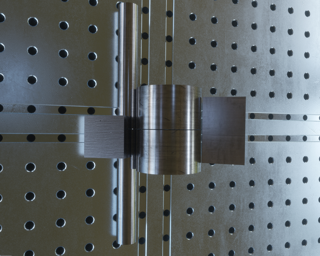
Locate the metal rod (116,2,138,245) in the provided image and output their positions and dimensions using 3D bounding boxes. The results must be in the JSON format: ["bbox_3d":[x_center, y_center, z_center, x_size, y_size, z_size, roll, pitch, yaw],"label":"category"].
[{"bbox_3d":[-0.041,-0.005,0.393,0.025,0.025,0.298,0,90,-20],"label":"metal rod"}]

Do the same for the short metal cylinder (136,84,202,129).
[{"bbox_3d":[0.011,-0.024,0.383,0.081,0.080,0.050,1,90,-20],"label":"short metal cylinder"}]

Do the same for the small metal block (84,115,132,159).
[{"bbox_3d":[-0.062,0.010,0.374,0.050,0.025,0.050,0,89,14],"label":"small metal block"}]

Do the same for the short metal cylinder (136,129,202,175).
[{"bbox_3d":[0.011,0.027,0.383,0.081,0.080,0.050,1,90,-20],"label":"short metal cylinder"}]

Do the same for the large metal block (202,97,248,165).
[{"bbox_3d":[0.087,0.003,0.404,0.050,0.080,0.079,1,90,18],"label":"large metal block"}]
